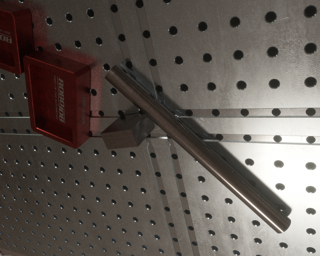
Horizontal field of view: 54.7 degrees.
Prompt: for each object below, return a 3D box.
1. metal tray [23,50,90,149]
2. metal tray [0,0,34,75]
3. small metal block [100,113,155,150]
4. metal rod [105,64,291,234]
[{"bbox_3d":[-0.151,-0.040,0.460,0.090,0.030,0.129,21,126,15],"label":"metal tray"},{"bbox_3d":[-0.246,-0.139,0.448,0.130,0.030,0.089,21,126,15],"label":"metal tray"},{"bbox_3d":[-0.043,0.004,0.418,0.050,0.050,0.025,-7,115,31],"label":"small metal block"},{"bbox_3d":[0.050,0.028,0.400,0.300,0.025,0.025,42,129,-1],"label":"metal rod"}]
